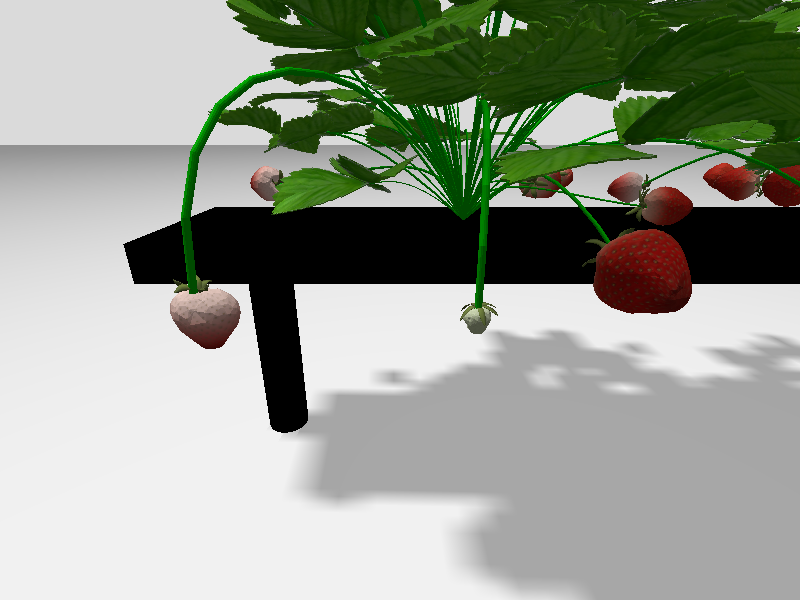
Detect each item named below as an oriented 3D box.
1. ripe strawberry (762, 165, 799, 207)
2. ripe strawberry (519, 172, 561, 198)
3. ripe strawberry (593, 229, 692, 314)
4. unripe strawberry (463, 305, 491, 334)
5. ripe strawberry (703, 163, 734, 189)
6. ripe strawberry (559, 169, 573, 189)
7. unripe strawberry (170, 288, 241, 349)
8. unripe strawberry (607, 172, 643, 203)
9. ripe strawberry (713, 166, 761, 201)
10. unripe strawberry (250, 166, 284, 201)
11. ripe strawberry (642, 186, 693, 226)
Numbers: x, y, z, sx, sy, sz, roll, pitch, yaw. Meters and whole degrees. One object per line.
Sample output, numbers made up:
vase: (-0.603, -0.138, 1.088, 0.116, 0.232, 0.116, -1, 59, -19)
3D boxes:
ripe strawberry: (0.394, -0.117, 0.408, 0.039, 0.041, 0.036, 13, 26, 30)
ripe strawberry: (0.159, -0.134, 0.449, 0.046, 0.039, 0.046, 19, 29, 38)
ripe strawberry: (0.099, -0.009, 0.162, 0.034, 0.036, 0.037, -5, 32, -12)
unripe strawberry: (0.024, 0.006, 0.127, 0.009, 0.010, 0.010, 3, 23, 7)
ripe strawberry: (0.431, -0.167, 0.541, 0.033, 0.034, 0.036, -8, 23, -18)
ripe strawberry: (0.205, -0.159, 0.518, 0.039, 0.035, 0.035, 17, 10, 35)
unripe strawberry: (-0.065, 0.006, 0.134, 0.022, 0.022, 0.019, 11, 25, 25)
unripe strawberry: (0.245, -0.122, 0.436, 0.034, 0.033, 0.031, 3, 22, 21)
ripe strawberry: (0.380, -0.132, 0.453, 0.040, 0.039, 0.037, 19, 30, 40)
unripe strawberry: (-0.150, -0.131, 0.449, 0.039, 0.038, 0.036, 12, 25, 27)
ripe strawberry: (0.213, -0.075, 0.320, 0.035, 0.030, 0.035, 4, 23, 9)
